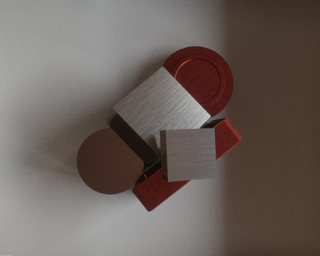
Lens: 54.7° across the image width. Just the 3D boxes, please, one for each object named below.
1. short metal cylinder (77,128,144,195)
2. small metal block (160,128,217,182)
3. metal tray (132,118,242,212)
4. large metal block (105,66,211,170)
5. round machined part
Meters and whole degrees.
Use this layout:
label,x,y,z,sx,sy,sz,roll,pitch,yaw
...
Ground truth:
label,x,y,z,sx,sy,sz,roll,pitch,yaw
short metal cylinder,-0.060,0.040,0.396,0.081,0.050,0.079,0,90,-1
small metal block,0.028,0.026,0.315,0.050,0.025,0.050,-2,89,-14
metal tray,0.030,0.040,0.377,0.130,0.090,0.030,-38,90,-1
large metal block,-0.003,-0.010,0.362,0.080,0.050,0.080,46,65,0
round machined part,0.046,-0.058,0.402,0.099,0.042,0.097,0,90,-1
